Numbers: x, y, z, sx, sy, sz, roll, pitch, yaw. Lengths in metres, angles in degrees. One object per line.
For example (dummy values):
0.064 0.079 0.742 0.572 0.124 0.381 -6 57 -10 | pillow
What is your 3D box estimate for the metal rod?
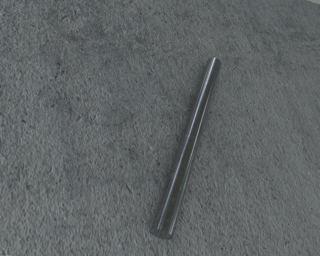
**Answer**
0.046 0.004 0.425 0.025 0.025 0.300 29 52 -10 | metal rod
